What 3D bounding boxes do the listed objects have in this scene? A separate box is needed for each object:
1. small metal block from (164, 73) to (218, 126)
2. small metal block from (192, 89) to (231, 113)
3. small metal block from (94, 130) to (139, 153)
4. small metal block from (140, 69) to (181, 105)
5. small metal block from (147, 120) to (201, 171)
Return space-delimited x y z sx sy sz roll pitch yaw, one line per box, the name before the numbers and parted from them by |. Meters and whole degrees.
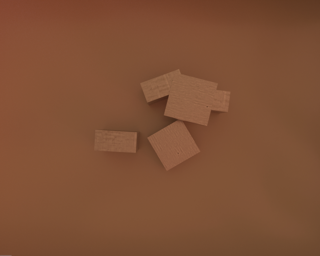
small metal block | 0.035 -0.032 0.361 0.050 0.025 0.050 14 90 0
small metal block | 0.059 -0.035 0.399 0.050 0.050 0.025 7 91 0
small metal block | -0.053 0.016 0.398 0.050 0.050 0.025 3 90 0
small metal block | 0.004 -0.051 0.399 0.050 0.050 0.025 -20 90 0
small metal block | 0.018 0.021 0.411 0.050 0.025 0.050 -30 90 0
